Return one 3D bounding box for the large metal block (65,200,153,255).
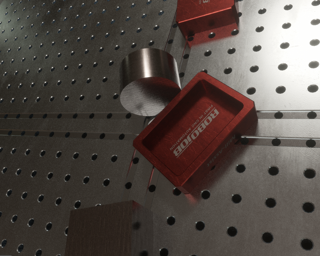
[{"bbox_3d":[-0.054,0.131,0.339,0.080,0.050,0.080,-14,56,20],"label":"large metal block"}]

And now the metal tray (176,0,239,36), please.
[{"bbox_3d":[0.076,-0.214,0.495,0.090,0.030,0.130,-8,58,23],"label":"metal tray"}]

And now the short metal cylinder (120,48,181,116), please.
[{"bbox_3d":[-0.013,-0.059,0.415,0.080,0.080,0.050,-18,55,17],"label":"short metal cylinder"}]

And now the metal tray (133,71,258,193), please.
[{"bbox_3d":[0.041,0.002,0.377,0.130,0.030,0.090,-47,55,-5],"label":"metal tray"}]
